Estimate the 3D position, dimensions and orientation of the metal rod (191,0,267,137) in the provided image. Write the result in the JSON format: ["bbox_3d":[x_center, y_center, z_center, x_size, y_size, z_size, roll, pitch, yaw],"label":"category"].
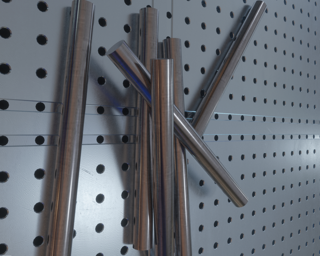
[{"bbox_3d":[0.110,-0.098,0.499,0.025,0.025,0.300,44,64,-31],"label":"metal rod"}]

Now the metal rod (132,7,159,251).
[{"bbox_3d":[-0.018,0.000,0.392,0.025,0.025,0.298,3,88,-40],"label":"metal rod"}]

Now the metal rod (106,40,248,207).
[{"bbox_3d":[0.038,0.012,0.405,0.300,0.025,0.025,49,61,-29],"label":"metal rod"}]

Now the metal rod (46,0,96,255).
[{"bbox_3d":[-0.095,0.014,0.328,0.025,0.025,0.299,8,85,-40],"label":"metal rod"}]

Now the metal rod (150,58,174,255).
[{"bbox_3d":[0.004,0.069,0.373,0.025,0.025,0.298,-14,111,-39],"label":"metal rod"}]

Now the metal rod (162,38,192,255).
[{"bbox_3d":[0.024,0.030,0.428,0.025,0.025,0.298,-6,94,-40],"label":"metal rod"}]
